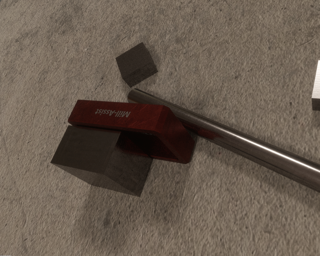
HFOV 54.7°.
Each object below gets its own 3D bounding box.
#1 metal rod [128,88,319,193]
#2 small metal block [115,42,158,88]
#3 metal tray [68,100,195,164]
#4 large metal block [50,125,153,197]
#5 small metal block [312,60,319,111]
[{"bbox_3d":[0.071,0.008,0.360,0.300,0.025,0.025,26,76,36],"label":"metal rod"},{"bbox_3d":[-0.037,-0.098,0.482,0.050,0.025,0.050,-29,52,9],"label":"small metal block"},{"bbox_3d":[-0.034,0.005,0.375,0.130,0.090,0.030,6,65,30],"label":"metal tray"},{"bbox_3d":[-0.068,0.041,0.378,0.080,0.080,0.050,6,65,30],"label":"large metal block"},{"bbox_3d":[0.193,-0.044,0.330,0.050,0.025,0.050,7,65,31],"label":"small metal block"}]
